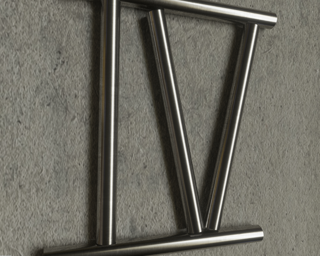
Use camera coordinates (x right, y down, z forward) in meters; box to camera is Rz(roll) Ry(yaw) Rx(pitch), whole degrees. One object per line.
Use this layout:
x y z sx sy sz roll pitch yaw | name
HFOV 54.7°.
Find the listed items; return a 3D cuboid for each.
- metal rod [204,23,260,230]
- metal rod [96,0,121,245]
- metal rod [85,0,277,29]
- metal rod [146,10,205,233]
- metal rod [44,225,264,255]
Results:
0.104 -0.005 0.449 0.025 0.025 0.298 14 85 -20 | metal rod
-0.064 -0.008 0.386 0.025 0.025 0.298 1 90 -20 | metal rod
0.029 -0.167 0.422 0.303 0.025 0.025 1 90 -21 | metal rod
0.021 -0.006 0.418 0.025 0.025 0.298 -12 94 -20 | metal rod
0.006 0.155 0.413 0.303 0.025 0.025 1 90 -21 | metal rod
